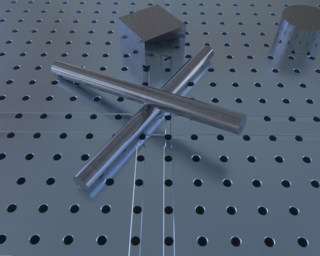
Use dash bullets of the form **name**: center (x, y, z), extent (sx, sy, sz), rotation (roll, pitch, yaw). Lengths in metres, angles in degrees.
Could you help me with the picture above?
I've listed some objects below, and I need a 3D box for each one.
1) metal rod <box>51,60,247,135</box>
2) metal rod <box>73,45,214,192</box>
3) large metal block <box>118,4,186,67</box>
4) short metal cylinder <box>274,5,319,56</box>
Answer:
- **metal rod**: center (-0.033, -0.049, 0.418), extent (0.301, 0.025, 0.025), rotation (19, 52, 26)
- **metal rod**: center (-0.006, -0.031, 0.433), extent (0.025, 0.025, 0.301), rotation (28, 55, 21)
- **large metal block**: center (-0.014, -0.158, 0.524), extent (0.081, 0.050, 0.080), rotation (-28, 56, -22)
- **short metal cylinder**: center (0.246, -0.170, 0.538), extent (0.081, 0.050, 0.080), rotation (0, 50, 0)
